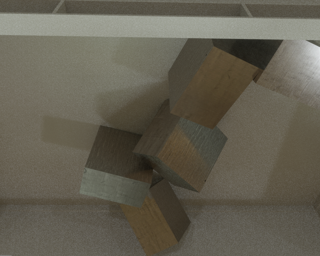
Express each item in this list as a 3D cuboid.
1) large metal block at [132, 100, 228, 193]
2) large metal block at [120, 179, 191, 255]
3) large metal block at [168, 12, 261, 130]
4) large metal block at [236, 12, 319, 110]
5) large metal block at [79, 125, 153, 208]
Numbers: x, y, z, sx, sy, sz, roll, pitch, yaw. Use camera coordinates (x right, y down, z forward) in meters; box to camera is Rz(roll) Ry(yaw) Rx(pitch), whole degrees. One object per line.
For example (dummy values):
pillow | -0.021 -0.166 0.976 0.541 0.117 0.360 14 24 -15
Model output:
large metal block | 0.027 0.021 0.383 0.080 0.080 0.050 43 157 -31
large metal block | -0.004 0.127 0.457 0.050 0.080 0.080 -31 84 17
large metal block | 0.050 -0.060 0.323 0.050 0.080 0.079 21 127 -17
large metal block | 0.130 -0.068 0.312 0.081 0.080 0.050 19 118 -16
large metal block | -0.053 0.050 0.410 0.081 0.080 0.050 16 128 -7
